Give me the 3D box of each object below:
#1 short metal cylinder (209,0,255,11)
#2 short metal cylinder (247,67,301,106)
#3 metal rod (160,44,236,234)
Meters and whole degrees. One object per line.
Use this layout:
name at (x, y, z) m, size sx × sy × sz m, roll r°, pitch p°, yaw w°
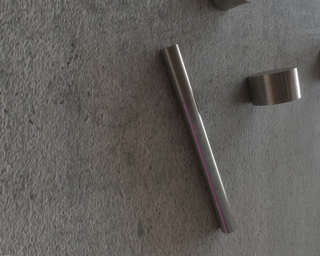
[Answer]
short metal cylinder at (0.113, -0.230, 0.482) m, size 0.081 × 0.050 × 0.080 m, roll 0°, pitch 90°, yaw -40°
short metal cylinder at (0.195, -0.072, 0.532) m, size 0.081 × 0.080 × 0.050 m, roll -21°, pitch 104°, yaw -38°
metal rod at (0.061, 0.026, 0.455) m, size 0.025 × 0.025 × 0.298 m, roll -32°, pitch 110°, yaw -35°
